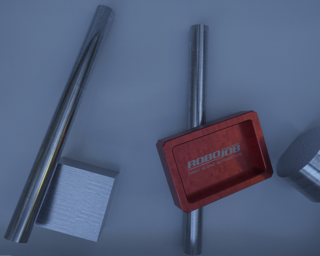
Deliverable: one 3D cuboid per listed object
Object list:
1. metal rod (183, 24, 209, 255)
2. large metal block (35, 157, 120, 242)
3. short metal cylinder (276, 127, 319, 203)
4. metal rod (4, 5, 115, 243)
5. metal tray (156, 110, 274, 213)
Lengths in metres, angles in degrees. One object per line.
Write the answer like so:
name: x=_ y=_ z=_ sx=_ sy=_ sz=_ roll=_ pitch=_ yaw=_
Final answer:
metal rod: x=0.048 y=0.015 z=0.412 sx=0.025 sy=0.025 sz=0.298 roll=2 pitch=90 yaw=-1
large metal block: x=-0.104 y=0.088 z=0.398 sx=0.080 sy=0.050 sz=0.080 roll=16 pitch=90 yaw=-1
short metal cylinder: x=0.194 y=0.045 z=0.387 sx=0.050 sy=0.080 sz=0.080 roll=38 pitch=90 yaw=-1
metal rod: x=-0.115 y=-0.017 z=0.374 sx=0.025 sy=0.025 sz=0.299 roll=17 pitch=76 yaw=-1
metal tray: x=0.070 y=0.039 z=0.389 sx=0.131 sy=0.030 sz=0.089 roll=-19 pitch=96 yaw=-16
